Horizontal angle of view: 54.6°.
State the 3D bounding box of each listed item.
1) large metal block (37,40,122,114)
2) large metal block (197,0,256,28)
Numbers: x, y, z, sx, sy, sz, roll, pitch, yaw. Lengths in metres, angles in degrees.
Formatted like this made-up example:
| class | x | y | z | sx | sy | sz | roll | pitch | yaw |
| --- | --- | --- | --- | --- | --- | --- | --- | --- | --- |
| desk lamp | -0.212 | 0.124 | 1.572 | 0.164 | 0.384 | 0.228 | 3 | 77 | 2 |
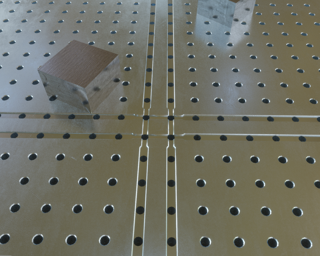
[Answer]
| class | x | y | z | sx | sy | sz | roll | pitch | yaw |
| --- | --- | --- | --- | --- | --- | --- | --- | --- | --- |
| large metal block | -0.114 | -0.077 | 0.456 | 0.080 | 0.050 | 0.080 | 22 | 53 | 17 |
| large metal block | 0.130 | -0.247 | 0.600 | 0.080 | 0.050 | 0.080 | 34 | 58 | 25 |
